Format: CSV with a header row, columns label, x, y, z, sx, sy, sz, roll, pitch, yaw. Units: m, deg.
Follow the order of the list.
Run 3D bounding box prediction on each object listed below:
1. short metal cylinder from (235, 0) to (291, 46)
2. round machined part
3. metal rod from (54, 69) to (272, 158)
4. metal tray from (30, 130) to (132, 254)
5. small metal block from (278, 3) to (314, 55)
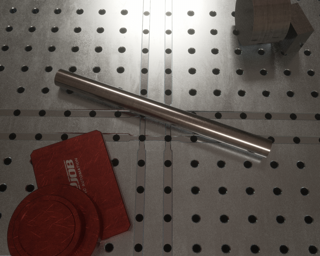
label,x,y,z,sx,sy,sz,roll,pitch,yaw
short metal cylinder,0.144,-0.161,0.443,0.050,0.080,0.080,-7,70,-3
round machined part,-0.113,0.108,0.330,0.099,0.042,0.098,0,70,0
metal rod,0.000,-0.022,0.419,0.301,0.025,0.025,19,71,6
metal tray,-0.096,0.077,0.380,0.091,0.030,0.130,-19,71,-7
small metal block,0.191,-0.144,0.454,0.025,0.050,0.050,-17,71,-6
